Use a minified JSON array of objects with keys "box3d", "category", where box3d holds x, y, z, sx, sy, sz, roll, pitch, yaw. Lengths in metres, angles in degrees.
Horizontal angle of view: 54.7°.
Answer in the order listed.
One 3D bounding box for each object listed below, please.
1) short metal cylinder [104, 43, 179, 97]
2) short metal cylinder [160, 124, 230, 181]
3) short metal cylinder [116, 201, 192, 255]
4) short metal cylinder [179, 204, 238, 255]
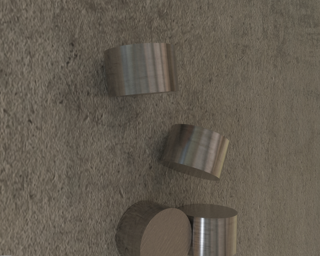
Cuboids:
[{"box3d":[-0.021,-0.063,0.351,0.081,0.080,0.050,-10,97,-40],"category":"short metal cylinder"},{"box3d":[0.046,0.033,0.407,0.080,0.080,0.050,29,72,-37],"category":"short metal cylinder"},{"box3d":[-0.007,0.134,0.383,0.081,0.050,0.080,0,90,-40],"category":"short metal cylinder"},{"box3d":[0.065,0.138,0.423,0.081,0.080,0.050,2,89,-40],"category":"short metal cylinder"}]
